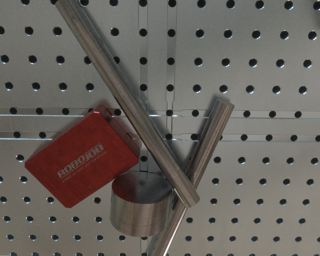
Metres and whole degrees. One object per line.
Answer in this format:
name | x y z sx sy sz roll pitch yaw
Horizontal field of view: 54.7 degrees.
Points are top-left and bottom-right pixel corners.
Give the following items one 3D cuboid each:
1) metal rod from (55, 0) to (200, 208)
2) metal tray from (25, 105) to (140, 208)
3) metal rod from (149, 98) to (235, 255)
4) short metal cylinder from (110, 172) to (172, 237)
metal rod | -0.033 -0.024 0.390 0.025 0.025 0.299 -30 102 10
metal tray | -0.104 0.041 0.425 0.130 0.030 0.090 -35 107 11
metal rod | 0.035 0.099 0.449 0.025 0.025 0.298 19 109 -7
short metal cylinder | -0.026 0.101 0.421 0.081 0.080 0.050 6 110 -2
